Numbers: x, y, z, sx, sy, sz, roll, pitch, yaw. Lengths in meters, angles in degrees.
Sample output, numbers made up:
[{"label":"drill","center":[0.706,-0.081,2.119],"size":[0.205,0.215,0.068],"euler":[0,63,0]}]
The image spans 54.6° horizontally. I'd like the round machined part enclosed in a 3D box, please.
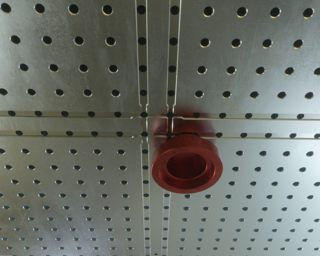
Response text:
[{"label":"round machined part","center":[0.037,0.047,0.440],"size":[0.099,0.042,0.097],"euler":[0,130,0]}]
